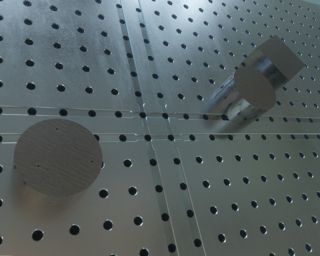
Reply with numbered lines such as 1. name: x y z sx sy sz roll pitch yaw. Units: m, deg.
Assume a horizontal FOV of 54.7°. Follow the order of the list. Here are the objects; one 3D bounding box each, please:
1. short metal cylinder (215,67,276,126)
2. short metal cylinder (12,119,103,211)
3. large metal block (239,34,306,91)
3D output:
1. short metal cylinder: 0.137 -0.051 0.497 0.081 0.050 0.080 14 56 -21
2. short metal cylinder: -0.104 0.037 0.313 0.081 0.050 0.080 13 56 -21
3. large metal block: 0.210 -0.117 0.577 0.080 0.050 0.081 49 51 6
